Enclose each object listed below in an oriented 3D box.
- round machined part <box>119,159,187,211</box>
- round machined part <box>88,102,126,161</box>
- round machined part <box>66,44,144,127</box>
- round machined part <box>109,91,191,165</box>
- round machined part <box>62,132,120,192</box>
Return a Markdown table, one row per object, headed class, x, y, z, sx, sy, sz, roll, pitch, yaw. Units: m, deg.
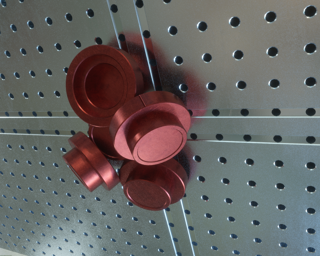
| class | x | y | z | sx | sy | sz | roll | pitch | yaw |
| --- | --- | --- | --- | --- | --- | --- | --- | --- | --- |
| round machined part | -0.013 | 0.080 | 0.439 | 0.098 | 0.042 | 0.097 | 10 | 133 | 11 |
| round machined part | -0.060 | 0.007 | 0.433 | 0.098 | 0.042 | 0.097 | 13 | 124 | 20 |
| round machined part | -0.064 | -0.052 | 0.386 | 0.098 | 0.042 | 0.097 | 3 | 99 | 22 |
| round machined part | -0.007 | 0.007 | 0.369 | 0.042 | 0.099 | 0.097 | 61 | 141 | 39 |
| round machined part | -0.107 | 0.056 | 0.458 | 0.098 | 0.042 | 0.098 | 43 | 159 | 22 |
